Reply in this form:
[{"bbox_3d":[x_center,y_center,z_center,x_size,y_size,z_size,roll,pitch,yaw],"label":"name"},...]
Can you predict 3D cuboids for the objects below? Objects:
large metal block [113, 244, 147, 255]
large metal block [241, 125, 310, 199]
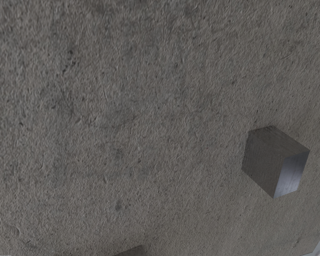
[{"bbox_3d":[-0.057,0.254,0.517,0.081,0.050,0.079,-14,125,-21],"label":"large metal block"},{"bbox_3d":[0.184,0.053,0.504,0.050,0.080,0.079,-12,124,-22],"label":"large metal block"}]
